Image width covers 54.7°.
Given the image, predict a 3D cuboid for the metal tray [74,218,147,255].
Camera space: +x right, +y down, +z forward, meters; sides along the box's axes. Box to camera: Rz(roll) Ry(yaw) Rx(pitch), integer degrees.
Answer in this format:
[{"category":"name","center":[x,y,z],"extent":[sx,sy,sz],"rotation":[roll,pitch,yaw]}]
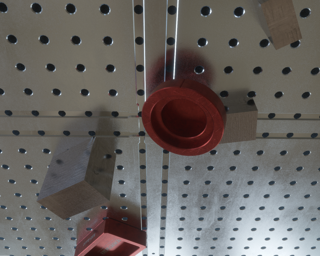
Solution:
[{"category":"metal tray","center":[-0.098,0.232,0.604],"extent":[0.090,0.030,0.129],"rotation":[29,124,-23]}]

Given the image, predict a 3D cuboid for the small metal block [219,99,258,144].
[{"category":"small metal block","center":[0.099,-0.008,0.407],"extent":[0.050,0.025,0.050],"rotation":[-7,130,5]}]

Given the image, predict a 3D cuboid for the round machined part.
[{"category":"round machined part","center":[0.031,-0.017,0.374],"extent":[0.098,0.042,0.097],"rotation":[11,129,14]}]

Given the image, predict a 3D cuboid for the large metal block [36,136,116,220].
[{"category":"large metal block","center":[-0.113,0.069,0.433],"extent":[0.080,0.080,0.050],"rotation":[-25,126,19]}]

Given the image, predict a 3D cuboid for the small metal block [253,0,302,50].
[{"category":"small metal block","center":[0.111,-0.113,0.301],"extent":[0.025,0.050,0.050],"rotation":[-23,127,18]}]
